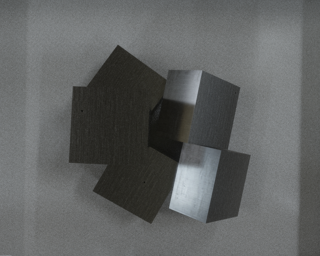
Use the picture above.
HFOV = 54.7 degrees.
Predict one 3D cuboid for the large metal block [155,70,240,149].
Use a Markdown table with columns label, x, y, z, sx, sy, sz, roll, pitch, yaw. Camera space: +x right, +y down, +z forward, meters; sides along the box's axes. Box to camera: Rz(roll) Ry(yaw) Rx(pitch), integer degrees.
| label | x | y | z | sx | sy | sz | roll | pitch | yaw |
| --- | --- | --- | --- | --- | --- | --- | --- | --- | --- |
| large metal block | 0.048 | -0.021 | 0.377 | 0.081 | 0.050 | 0.080 | 11 | 90 | -45 |

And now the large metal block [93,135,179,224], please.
| label | x | y | z | sx | sy | sz | roll | pitch | yaw |
| --- | --- | --- | --- | --- | --- | --- | --- | --- | --- |
| large metal block | -0.026 | 0.060 | 0.394 | 0.080 | 0.050 | 0.080 | 30 | 90 | -1 |

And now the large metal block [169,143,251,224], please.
| label | x | y | z | sx | sy | sz | roll | pitch | yaw |
| --- | --- | --- | --- | --- | --- | --- | --- | --- | --- |
| large metal block | 0.063 | 0.064 | 0.376 | 0.050 | 0.080 | 0.080 | 12 | 90 | 39 |

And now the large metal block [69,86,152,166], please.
| label | x | y | z | sx | sy | sz | roll | pitch | yaw |
| --- | --- | --- | --- | --- | --- | --- | --- | --- | --- |
| large metal block | -0.052 | -0.002 | 0.345 | 0.081 | 0.050 | 0.079 | 3 | 89 | 1 |

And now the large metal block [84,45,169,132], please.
| label | x | y | z | sx | sy | sz | roll | pitch | yaw |
| --- | --- | --- | --- | --- | --- | --- | --- | --- | --- |
| large metal block | -0.042 | -0.045 | 0.397 | 0.080 | 0.050 | 0.080 | 36 | 90 | -1 |
